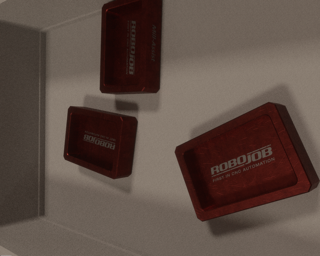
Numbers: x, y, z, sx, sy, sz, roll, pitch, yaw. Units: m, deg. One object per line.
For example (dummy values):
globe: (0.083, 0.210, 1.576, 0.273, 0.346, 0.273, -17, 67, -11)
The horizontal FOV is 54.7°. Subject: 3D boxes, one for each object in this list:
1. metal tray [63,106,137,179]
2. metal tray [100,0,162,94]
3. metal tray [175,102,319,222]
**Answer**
metal tray: (-0.096, 0.018, 0.480, 0.130, 0.030, 0.089, 12, 98, 39)
metal tray: (-0.043, -0.114, 0.436, 0.090, 0.030, 0.129, 3, 92, 39)
metal tray: (0.085, 0.040, 0.332, 0.130, 0.030, 0.090, -29, 72, 36)
